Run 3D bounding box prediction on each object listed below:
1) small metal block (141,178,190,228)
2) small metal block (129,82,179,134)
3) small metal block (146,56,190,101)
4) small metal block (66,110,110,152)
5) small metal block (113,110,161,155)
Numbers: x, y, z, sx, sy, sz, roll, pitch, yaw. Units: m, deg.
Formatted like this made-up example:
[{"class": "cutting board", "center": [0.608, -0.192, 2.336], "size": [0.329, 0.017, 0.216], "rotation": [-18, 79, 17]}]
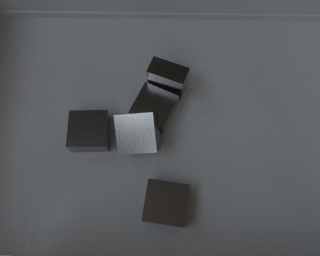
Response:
[{"class": "small metal block", "center": [0.007, 0.092, 0.376], "size": [0.050, 0.025, 0.050], "rotation": [8, 70, 3]}, {"class": "small metal block", "center": [-0.008, -0.027, 0.419], "size": [0.050, 0.025, 0.050], "rotation": [24, 72, 8]}, {"class": "small metal block", "center": [0.011, -0.066, 0.420], "size": [0.050, 0.050, 0.025], "rotation": [20, 72, 7]}, {"class": "small metal block", "center": [-0.093, 0.004, 0.407], "size": [0.050, 0.025, 0.050], "rotation": [-1, 70, -1]}, {"class": "small metal block", "center": [-0.028, 0.005, 0.391], "size": [0.050, 0.025, 0.050], "rotation": [-4, 97, 13]}]
